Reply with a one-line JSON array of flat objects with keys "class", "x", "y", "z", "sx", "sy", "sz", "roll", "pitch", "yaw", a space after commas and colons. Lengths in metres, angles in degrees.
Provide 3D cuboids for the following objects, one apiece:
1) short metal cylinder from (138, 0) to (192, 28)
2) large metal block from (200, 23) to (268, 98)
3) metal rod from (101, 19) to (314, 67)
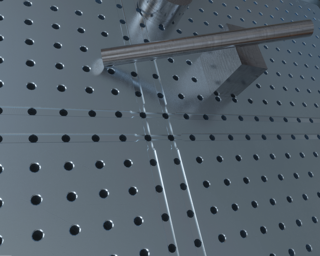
[{"class": "short metal cylinder", "x": 0.009, "y": -0.221, "z": 0.531, "sx": 0.081, "sy": 0.050, "sz": 0.080, "roll": 14, "pitch": 56, "yaw": -21}, {"class": "large metal block", "x": 0.115, "y": -0.106, "z": 0.499, "sx": 0.050, "sy": 0.080, "sz": 0.080, "roll": 3, "pitch": 61, "yaw": -27}, {"class": "metal rod", "x": 0.069, "y": -0.121, "z": 0.440, "sx": 0.302, "sy": 0.025, "sz": 0.025, "roll": -10, "pitch": 64, "yaw": -5}]
